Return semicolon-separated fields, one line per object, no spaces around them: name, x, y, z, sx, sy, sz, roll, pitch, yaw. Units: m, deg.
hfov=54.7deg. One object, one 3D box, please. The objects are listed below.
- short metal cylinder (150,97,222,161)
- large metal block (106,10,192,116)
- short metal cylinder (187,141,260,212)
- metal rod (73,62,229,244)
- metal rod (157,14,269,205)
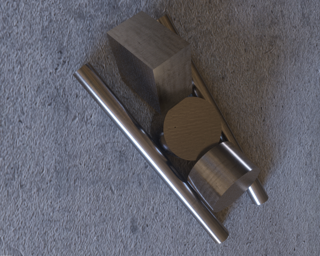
short metal cylinder;0.033;0.001;0.409;0.081;0.050;0.080;0;90;-20
large metal block;-0.009;-0.074;0.361;0.050;0.080;0.080;-38;61;-16
short metal cylinder;0.083;0.064;0.405;0.080;0.080;0.050;-33;59;-17
metal rod;-0.004;0.042;0.408;0.025;0.025;0.300;-43;104;-15
metal rod;0.076;-0.018;0.438;0.025;0.025;0.299;-34;101;-17
